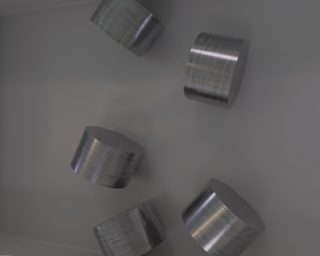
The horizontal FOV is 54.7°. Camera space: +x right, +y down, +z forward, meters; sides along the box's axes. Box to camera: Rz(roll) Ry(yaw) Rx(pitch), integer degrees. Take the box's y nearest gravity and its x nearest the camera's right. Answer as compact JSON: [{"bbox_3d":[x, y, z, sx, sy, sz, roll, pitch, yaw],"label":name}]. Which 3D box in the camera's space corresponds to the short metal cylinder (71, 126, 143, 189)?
[{"bbox_3d":[-0.069,0.037,0.405,0.080,0.080,0.050,27,99,18],"label":"short metal cylinder"}]

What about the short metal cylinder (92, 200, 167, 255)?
[{"bbox_3d":[-0.039,0.133,0.395,0.080,0.080,0.050,-29,81,18],"label":"short metal cylinder"}]

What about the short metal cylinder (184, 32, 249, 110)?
[{"bbox_3d":[0.066,-0.066,0.358,0.050,0.080,0.080,17,96,19],"label":"short metal cylinder"}]

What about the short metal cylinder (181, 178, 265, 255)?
[{"bbox_3d":[0.072,0.104,0.356,0.080,0.080,0.050,42,103,15],"label":"short metal cylinder"}]

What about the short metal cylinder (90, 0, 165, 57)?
[{"bbox_3d":[-0.041,-0.135,0.396,0.080,0.080,0.050,42,103,15],"label":"short metal cylinder"}]
